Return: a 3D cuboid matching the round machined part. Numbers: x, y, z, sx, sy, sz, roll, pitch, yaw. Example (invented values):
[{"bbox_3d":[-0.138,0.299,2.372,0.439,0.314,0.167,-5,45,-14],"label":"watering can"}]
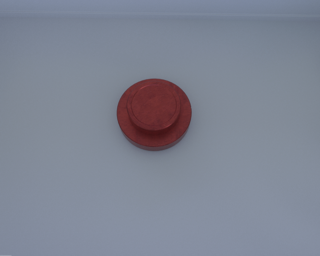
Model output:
[{"bbox_3d":[-0.007,-0.022,0.406,0.099,0.042,0.098,0,70,0],"label":"round machined part"}]
